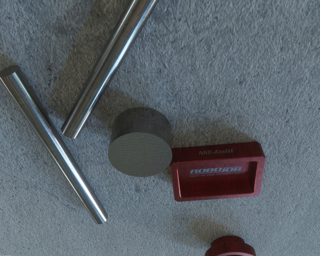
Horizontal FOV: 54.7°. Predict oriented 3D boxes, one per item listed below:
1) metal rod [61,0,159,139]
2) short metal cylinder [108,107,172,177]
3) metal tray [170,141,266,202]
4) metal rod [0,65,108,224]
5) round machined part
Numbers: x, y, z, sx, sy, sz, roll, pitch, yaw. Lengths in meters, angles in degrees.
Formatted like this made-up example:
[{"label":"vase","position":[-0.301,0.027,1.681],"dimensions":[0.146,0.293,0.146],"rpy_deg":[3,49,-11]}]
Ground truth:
[{"label":"metal rod","position":[-0.040,-0.093,0.327],"dimensions":[0.025,0.025,0.298],"rpy_deg":[25,126,-20]},{"label":"short metal cylinder","position":[-0.025,0.019,0.407],"dimensions":[0.081,0.050,0.079],"rpy_deg":[0,130,0]},{"label":"metal tray","position":[0.083,0.067,0.461],"dimensions":[0.131,0.030,0.089],"rpy_deg":[-5,130,4]},{"label":"metal rod","position":[-0.137,0.046,0.444],"dimensions":[0.025,0.025,0.299],"rpy_deg":[-10,130,8]},{"label":"round machined part","position":[0.137,0.248,0.609],"dimensions":[0.099,0.042,0.097],"rpy_deg":[0,130,0]}]
